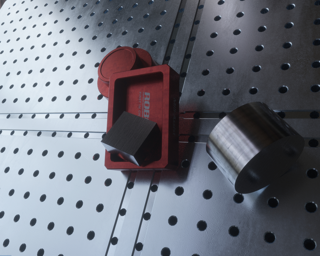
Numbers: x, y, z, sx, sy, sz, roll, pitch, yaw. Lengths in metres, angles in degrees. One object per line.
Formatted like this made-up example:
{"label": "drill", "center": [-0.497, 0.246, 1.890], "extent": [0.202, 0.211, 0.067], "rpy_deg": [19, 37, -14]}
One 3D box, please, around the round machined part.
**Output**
{"label": "round machined part", "center": [-0.057, -0.087, 0.481], "extent": [0.098, 0.042, 0.098], "rpy_deg": [-13, 56, 21]}

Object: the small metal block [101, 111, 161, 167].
{"label": "small metal block", "center": [-0.034, 0.012, 0.378], "extent": [0.050, 0.025, 0.050], "rpy_deg": [20, 63, 29]}

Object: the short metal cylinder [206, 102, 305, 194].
{"label": "short metal cylinder", "center": [0.094, 0.020, 0.311], "extent": [0.080, 0.080, 0.050], "rpy_deg": [-37, 51, 3]}

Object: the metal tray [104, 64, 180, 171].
{"label": "metal tray", "center": [-0.023, -0.011, 0.400], "extent": [0.090, 0.030, 0.129], "rpy_deg": [-5, 77, 25]}
